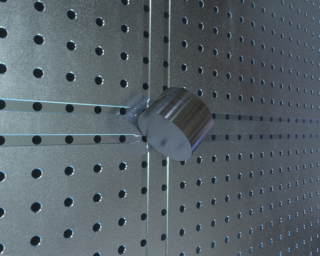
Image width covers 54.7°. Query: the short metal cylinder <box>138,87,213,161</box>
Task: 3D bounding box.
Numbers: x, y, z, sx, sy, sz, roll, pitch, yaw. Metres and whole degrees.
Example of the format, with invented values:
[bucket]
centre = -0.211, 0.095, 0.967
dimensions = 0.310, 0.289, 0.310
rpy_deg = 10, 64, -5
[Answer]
[short metal cylinder]
centre = 0.019, -0.005, 0.391
dimensions = 0.050, 0.080, 0.080
rpy_deg = -48, 119, -29
